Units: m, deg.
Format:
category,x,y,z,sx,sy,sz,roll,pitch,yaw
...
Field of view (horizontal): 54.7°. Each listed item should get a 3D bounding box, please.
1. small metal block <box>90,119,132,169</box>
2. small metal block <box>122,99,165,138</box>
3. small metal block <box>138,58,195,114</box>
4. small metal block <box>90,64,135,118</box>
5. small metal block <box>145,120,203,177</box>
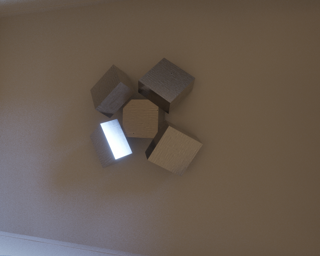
category,x,y,z,sx,sy,sz,roll,pitch,yaw
small metal block,-0.068,0.022,0.420,0.050,0.025,0.050,-36,76,55
small metal block,-0.022,-0.012,0.415,0.050,0.025,0.050,2,91,20
small metal block,0.008,-0.054,0.393,0.050,0.025,0.050,37,64,16
small metal block,-0.065,-0.050,0.418,0.050,0.025,0.050,-44,39,15
small metal block,0.017,0.026,0.390,0.050,0.025,0.050,29,101,-17
